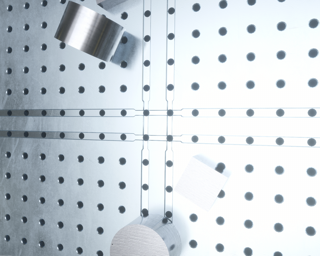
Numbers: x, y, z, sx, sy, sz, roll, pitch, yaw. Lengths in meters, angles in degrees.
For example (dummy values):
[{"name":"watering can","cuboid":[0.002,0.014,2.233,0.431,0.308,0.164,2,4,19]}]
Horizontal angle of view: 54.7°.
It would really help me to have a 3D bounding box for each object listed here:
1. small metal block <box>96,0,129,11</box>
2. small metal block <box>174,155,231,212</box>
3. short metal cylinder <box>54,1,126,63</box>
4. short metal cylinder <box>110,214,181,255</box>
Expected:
[{"name":"small metal block","cuboid":[-0.067,-0.203,0.436,0.050,0.025,0.050,-17,84,19]},{"name":"small metal block","cuboid":[0.054,0.069,0.394,0.050,0.025,0.050,31,100,17]},{"name":"short metal cylinder","cuboid":[-0.093,-0.127,0.416,0.080,0.080,0.050,28,99,17]},{"name":"short metal cylinder","cuboid":[-0.018,0.159,0.405,0.080,0.050,0.079,0,90,20]}]
